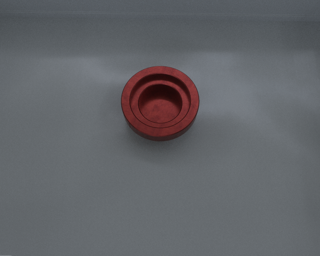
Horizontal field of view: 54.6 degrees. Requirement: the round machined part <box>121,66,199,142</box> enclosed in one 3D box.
[{"bbox_3d":[0.000,-0.028,0.408,0.099,0.042,0.098,0,70,0],"label":"round machined part"}]
